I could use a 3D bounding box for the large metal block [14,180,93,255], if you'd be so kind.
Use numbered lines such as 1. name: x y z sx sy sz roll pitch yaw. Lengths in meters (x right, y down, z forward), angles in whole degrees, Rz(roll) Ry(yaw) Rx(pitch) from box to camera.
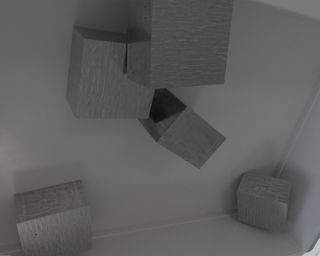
1. large metal block: -0.134 0.121 0.394 0.081 0.050 0.079 -10 123 -23

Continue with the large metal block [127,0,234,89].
1. large metal block: 0.017 -0.083 0.289 0.081 0.050 0.079 -8 112 -27

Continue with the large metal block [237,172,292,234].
1. large metal block: 0.183 0.130 0.545 0.050 0.080 0.080 -54 143 -43

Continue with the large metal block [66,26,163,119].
1. large metal block: -0.050 -0.057 0.330 0.081 0.050 0.079 -1 119 -28

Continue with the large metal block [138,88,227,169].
1. large metal block: 0.021 -0.005 0.381 0.080 0.080 0.050 34 99 -39
